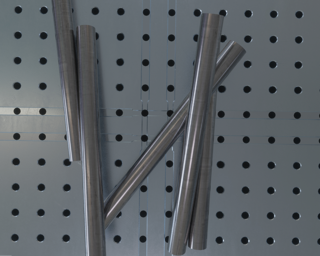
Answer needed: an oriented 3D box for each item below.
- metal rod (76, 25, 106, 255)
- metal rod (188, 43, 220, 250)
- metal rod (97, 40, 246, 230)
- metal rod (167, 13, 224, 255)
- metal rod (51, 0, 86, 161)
[{"bbox_3d":[-0.089,0.016,0.397,0.025,0.025,0.299,-4,84,0],"label":"metal rod"},{"bbox_3d":[0.060,0.009,0.413,0.025,0.025,0.298,4,90,0],"label":"metal rod"},{"bbox_3d":[0.004,0.017,0.397,0.025,0.025,0.299,38,96,0],"label":"metal rod"},{"bbox_3d":[0.040,0.019,0.377,0.025,0.025,0.298,7,105,0],"label":"metal rod"},{"bbox_3d":[-0.124,-0.106,0.412,0.025,0.025,0.298,-6,90,0],"label":"metal rod"}]
